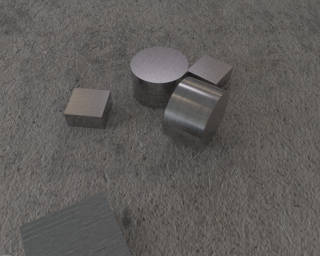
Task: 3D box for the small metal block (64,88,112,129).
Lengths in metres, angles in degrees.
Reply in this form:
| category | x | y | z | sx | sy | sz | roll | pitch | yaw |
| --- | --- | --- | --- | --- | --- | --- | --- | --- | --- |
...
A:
| category | x | y | z | sx | sy | sz | roll | pitch | yaw |
| --- | --- | --- | --- | --- | --- | --- | --- | --- | --- |
| small metal block | -0.097 | -0.027 | 0.425 | 0.050 | 0.025 | 0.050 | 5 | 50 | 4 |

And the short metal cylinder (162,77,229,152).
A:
| category | x | y | z | sx | sy | sz | roll | pitch | yaw |
| --- | --- | --- | --- | --- | --- | --- | --- | --- | --- |
| short metal cylinder | 0.045 | -0.017 | 0.382 | 0.050 | 0.080 | 0.080 | 25 | 54 | 19 |

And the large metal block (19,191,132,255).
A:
| category | x | y | z | sx | sy | sz | roll | pitch | yaw |
| --- | --- | --- | --- | --- | --- | --- | --- | --- | --- |
| large metal block | -0.073 | 0.119 | 0.287 | 0.081 | 0.050 | 0.080 | -21 | 53 | -17 |

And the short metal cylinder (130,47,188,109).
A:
| category | x | y | z | sx | sy | sz | roll | pitch | yaw |
| --- | --- | --- | --- | --- | --- | --- | --- | --- | --- |
| short metal cylinder | -0.001 | -0.073 | 0.449 | 0.081 | 0.050 | 0.080 | 0 | 50 | 0 |

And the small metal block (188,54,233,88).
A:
| category | x | y | z | sx | sy | sz | roll | pitch | yaw |
| --- | --- | --- | --- | --- | --- | --- | --- | --- | --- |
| small metal block | 0.075 | -0.081 | 0.472 | 0.050 | 0.025 | 0.050 | 30 | 56 | 23 |
